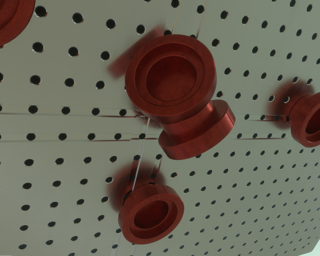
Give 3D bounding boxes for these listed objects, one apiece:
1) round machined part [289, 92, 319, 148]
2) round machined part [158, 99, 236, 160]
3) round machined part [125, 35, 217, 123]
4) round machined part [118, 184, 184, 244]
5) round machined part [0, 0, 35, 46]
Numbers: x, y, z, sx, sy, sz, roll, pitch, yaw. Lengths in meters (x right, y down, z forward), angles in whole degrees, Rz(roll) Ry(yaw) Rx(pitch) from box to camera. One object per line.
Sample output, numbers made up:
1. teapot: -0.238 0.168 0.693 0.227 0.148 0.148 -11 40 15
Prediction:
1. round machined part: 0.262 -0.019 0.531 0.099 0.042 0.097 -14 124 -21
2. round machined part: 0.039 -0.008 0.384 0.098 0.098 0.042 -35 109 -5
3. round machined part: 0.014 -0.051 0.347 0.098 0.098 0.042 -40 156 -2
4. round machined part: -0.016 0.124 0.467 0.099 0.042 0.097 -14 124 -21
5. round machined part: -0.153 -0.115 0.245 0.099 0.042 0.097 -14 124 -21
